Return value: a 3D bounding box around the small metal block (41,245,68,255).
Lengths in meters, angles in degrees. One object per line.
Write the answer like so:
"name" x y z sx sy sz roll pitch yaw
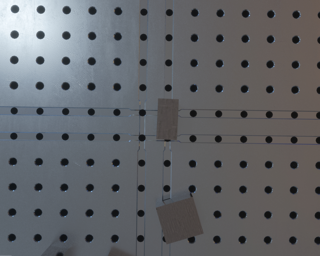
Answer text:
"small metal block" -0.143 0.188 0.399 0.025 0.050 0.050 12 90 0

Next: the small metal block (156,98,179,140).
"small metal block" 0.009 -0.011 0.401 0.025 0.050 0.050 2 90 0

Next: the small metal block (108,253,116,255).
"small metal block" -0.058 0.205 0.413 0.050 0.025 0.050 26 90 -1

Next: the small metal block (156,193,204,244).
"small metal block" 0.026 0.120 0.414 0.050 0.025 0.050 -16 90 -1
